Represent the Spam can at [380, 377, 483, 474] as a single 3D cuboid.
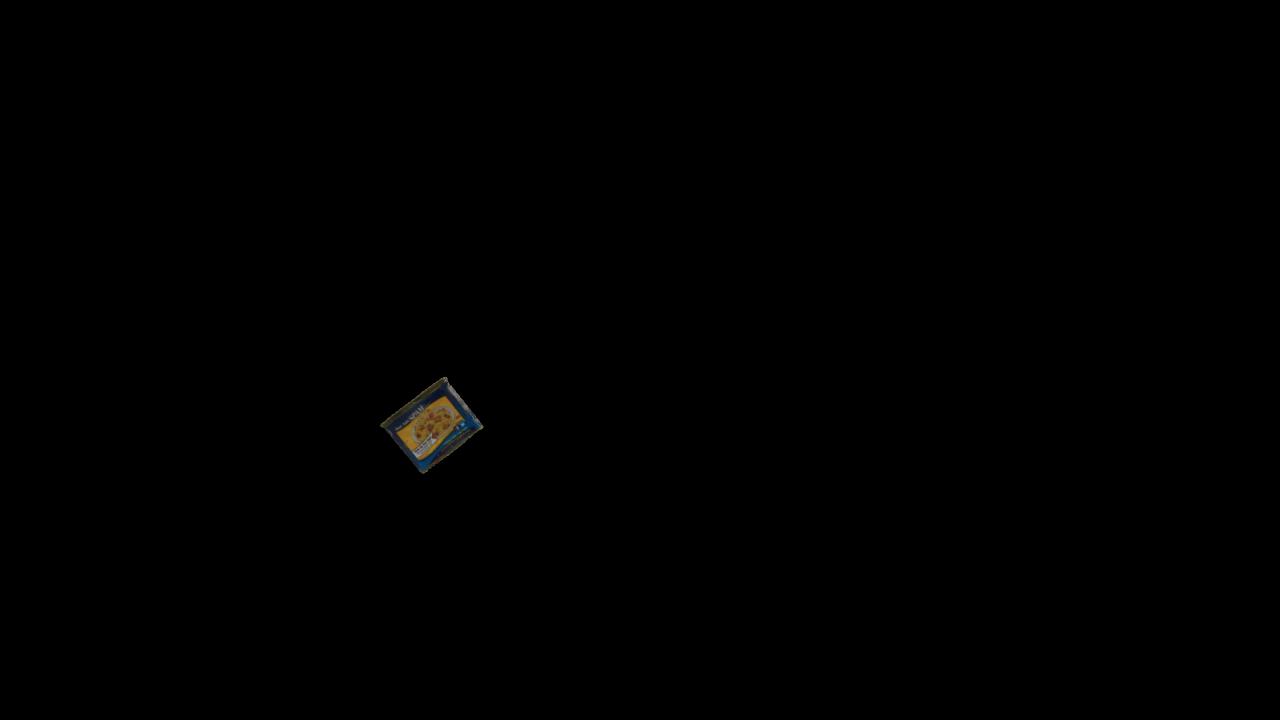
[{"bbox_3d":[-0.272,0.086,0.812,0.101,0.085,0.058,-38,5,-3],"label":"Spam can"}]
